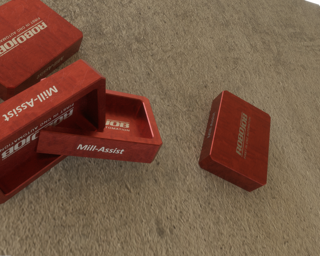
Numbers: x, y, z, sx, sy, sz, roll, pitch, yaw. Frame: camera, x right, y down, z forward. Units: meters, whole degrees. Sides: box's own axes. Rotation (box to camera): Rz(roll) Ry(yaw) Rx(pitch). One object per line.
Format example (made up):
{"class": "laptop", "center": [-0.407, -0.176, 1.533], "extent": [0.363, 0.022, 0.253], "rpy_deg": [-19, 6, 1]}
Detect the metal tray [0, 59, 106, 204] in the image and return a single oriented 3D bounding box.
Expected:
{"class": "metal tray", "center": [-0.109, 0.004, 0.284], "extent": [0.030, 0.090, 0.131], "rpy_deg": [41, 60, 16]}

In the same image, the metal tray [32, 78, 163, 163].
{"class": "metal tray", "center": [-0.070, -0.008, 0.349], "extent": [0.131, 0.030, 0.090], "rpy_deg": [9, 39, -24]}

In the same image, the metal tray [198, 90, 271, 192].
{"class": "metal tray", "center": [0.113, 0.016, 0.451], "extent": [0.090, 0.030, 0.130], "rpy_deg": [28, 52, -11]}

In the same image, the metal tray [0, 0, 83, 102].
{"class": "metal tray", "center": [-0.168, -0.101, 0.371], "extent": [0.090, 0.030, 0.130], "rpy_deg": [37, 51, -3]}
